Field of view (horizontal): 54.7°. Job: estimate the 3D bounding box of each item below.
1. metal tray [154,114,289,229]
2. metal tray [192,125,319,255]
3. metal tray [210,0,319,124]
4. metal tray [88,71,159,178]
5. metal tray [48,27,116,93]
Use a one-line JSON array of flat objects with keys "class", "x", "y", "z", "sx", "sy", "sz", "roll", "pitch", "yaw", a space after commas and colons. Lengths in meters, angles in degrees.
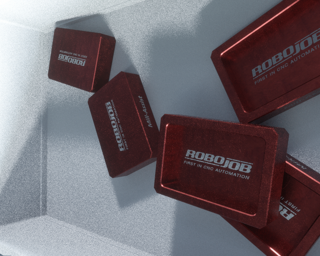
[{"class": "metal tray", "x": 0.056, "y": 0.037, "z": 0.317, "sx": 0.130, "sy": 0.030, "sz": 0.089, "roll": 10, "pitch": 96, "yaw": 39}, {"class": "metal tray", "x": 0.103, "y": 0.065, "z": 0.317, "sx": 0.130, "sy": 0.030, "sz": 0.089, "roll": 38, "pitch": 113, "yaw": 33}, {"class": "metal tray", "x": 0.123, "y": -0.069, "z": 0.301, "sx": 0.130, "sy": 0.030, "sz": 0.090, "roll": -32, "pitch": 70, "yaw": 35}, {"class": "metal tray", "x": -0.051, "y": -0.004, "z": 0.446, "sx": 0.090, "sy": 0.030, "sz": 0.130, "roll": -31, "pitch": 71, "yaw": 35}, {"class": "metal tray", "x": -0.134, "y": -0.114, "z": 0.514, "sx": 0.130, "sy": 0.030, "sz": 0.089, "roll": 20, "pitch": 103, "yaw": 38}]
